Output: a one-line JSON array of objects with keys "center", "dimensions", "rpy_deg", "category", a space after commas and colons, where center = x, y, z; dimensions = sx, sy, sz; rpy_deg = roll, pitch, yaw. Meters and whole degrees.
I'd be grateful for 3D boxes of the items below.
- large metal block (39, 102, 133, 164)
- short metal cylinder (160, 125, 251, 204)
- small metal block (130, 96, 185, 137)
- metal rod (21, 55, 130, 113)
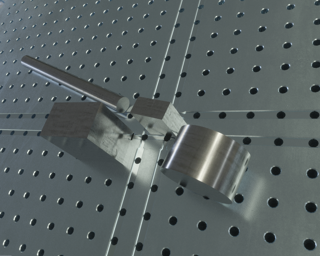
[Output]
[{"center": [-0.097, 0.007, 0.419], "dimensions": [0.080, 0.080, 0.050], "rpy_deg": [2, 63, 29], "category": "large metal block"}, {"center": [0.047, 0.039, 0.325], "dimensions": [0.080, 0.080, 0.050], "rpy_deg": [16, 70, 34], "category": "short metal cylinder"}, {"center": [-0.002, -0.014, 0.402], "dimensions": [0.050, 0.050, 0.025], "rpy_deg": [13, 69, 33], "category": "small metal block"}, {"center": [-0.164, -0.085, 0.546], "dimensions": [0.300, 0.025, 0.025], "rpy_deg": [25, 76, 36], "category": "metal rod"}]
